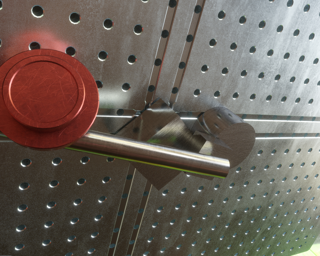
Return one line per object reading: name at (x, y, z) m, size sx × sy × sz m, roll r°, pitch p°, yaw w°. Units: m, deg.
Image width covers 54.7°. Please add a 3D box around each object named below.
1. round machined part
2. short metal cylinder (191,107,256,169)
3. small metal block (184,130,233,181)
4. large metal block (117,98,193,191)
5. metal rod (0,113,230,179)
round machined part at (-0.107, -0.029, 0.290) m, size 0.099 × 0.042 × 0.097 m, roll 3°, pitch 79°, yaw -17°
short metal cylinder at (0.092, 0.015, 0.457) m, size 0.081 × 0.050 × 0.079 m, roll -14°, pitch 125°, yaw -21°
small metal block at (0.057, 0.036, 0.399) m, size 0.050 × 0.025 × 0.050 m, roll 20°, pitch 108°, yaw -36°
large metal block at (-0.001, 0.022, 0.407) m, size 0.080 × 0.050 × 0.080 m, roll -40°, pitch 130°, yaw -2°
metal rod at (-0.065, 0.017, 0.331) m, size 0.302 × 0.025 × 0.025 m, roll 13°, pitch 113°, yaw -16°
